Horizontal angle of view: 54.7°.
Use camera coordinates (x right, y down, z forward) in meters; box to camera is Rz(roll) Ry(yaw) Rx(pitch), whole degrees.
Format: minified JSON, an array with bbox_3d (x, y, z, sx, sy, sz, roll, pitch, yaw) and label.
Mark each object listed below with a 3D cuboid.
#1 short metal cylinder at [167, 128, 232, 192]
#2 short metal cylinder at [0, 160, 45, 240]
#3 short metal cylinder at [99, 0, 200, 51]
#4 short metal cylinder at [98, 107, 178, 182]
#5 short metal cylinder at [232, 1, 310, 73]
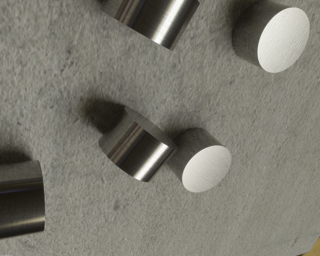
[{"bbox_3d":[0.056,0.047,0.452,0.081,0.050,0.079,-14,125,-21],"label":"short metal cylinder"},{"bbox_3d":[-0.156,0.076,0.334,0.050,0.080,0.079,-3,120,-28],"label":"short metal cylinder"},{"bbox_3d":[-0.010,-0.116,0.296,0.080,0.080,0.050,19,108,-36],"label":"short metal cylinder"},{"bbox_3d":[-0.025,0.019,0.370,0.080,0.080,0.050,33,100,-39],"label":"short metal cylinder"},{"bbox_3d":[0.141,-0.117,0.398,0.081,0.050,0.079,-14,125,-21],"label":"short metal cylinder"}]
